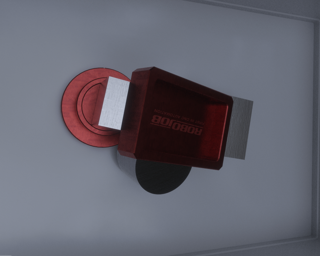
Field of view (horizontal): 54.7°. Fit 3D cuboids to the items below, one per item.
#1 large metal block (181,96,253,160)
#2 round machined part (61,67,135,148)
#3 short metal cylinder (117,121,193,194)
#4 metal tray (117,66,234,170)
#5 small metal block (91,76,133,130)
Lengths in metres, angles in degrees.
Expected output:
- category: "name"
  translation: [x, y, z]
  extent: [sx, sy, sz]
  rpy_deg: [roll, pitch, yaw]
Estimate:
- category: "large metal block"
  translation: [0.073, -0.004, 0.423]
  extent: [0.081, 0.050, 0.080]
  rpy_deg: [11, 87, -20]
- category: "round machined part"
  translation: [-0.068, -0.025, 0.375]
  extent: [0.099, 0.042, 0.097]
  rpy_deg: [0, 90, -21]
- category: "short metal cylinder"
  translation: [-0.006, 0.035, 0.382]
  extent: [0.081, 0.050, 0.079]
  rpy_deg: [-9, 108, -30]
- category: "metal tray"
  translation: [0.023, -0.005, 0.341]
  extent: [0.131, 0.030, 0.090]
  rpy_deg: [13, 86, -39]
- category: "small metal block"
  translation: [-0.052, -0.025, 0.332]
  extent: [0.025, 0.050, 0.050]
  rpy_deg: [13, 86, -20]
